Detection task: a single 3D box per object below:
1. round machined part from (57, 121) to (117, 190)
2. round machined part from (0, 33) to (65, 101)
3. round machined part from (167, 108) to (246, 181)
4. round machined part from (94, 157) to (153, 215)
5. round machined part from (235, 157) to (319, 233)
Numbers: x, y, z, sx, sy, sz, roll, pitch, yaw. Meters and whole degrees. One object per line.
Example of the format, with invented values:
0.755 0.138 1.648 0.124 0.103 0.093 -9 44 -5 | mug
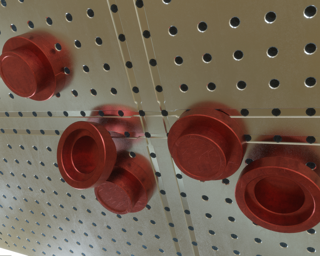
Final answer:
-0.103 0.040 0.459 0.098 0.042 0.097 -2 86 32 | round machined part
-0.191 -0.083 0.447 0.098 0.042 0.097 13 124 20 | round machined part
0.054 0.027 0.388 0.098 0.042 0.097 13 124 20 | round machined part
-0.065 0.098 0.493 0.098 0.042 0.097 13 124 20 | round machined part
0.143 0.074 0.370 0.098 0.042 0.097 13 124 20 | round machined part
